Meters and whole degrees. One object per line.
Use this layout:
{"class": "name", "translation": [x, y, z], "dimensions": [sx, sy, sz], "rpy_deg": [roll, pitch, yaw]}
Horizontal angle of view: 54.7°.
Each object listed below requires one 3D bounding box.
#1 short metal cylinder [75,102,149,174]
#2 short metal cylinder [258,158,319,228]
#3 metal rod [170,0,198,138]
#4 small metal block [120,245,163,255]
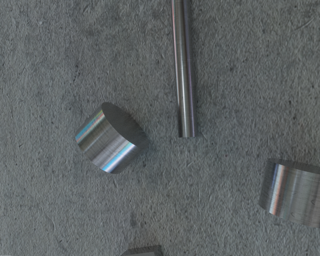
{"class": "short metal cylinder", "translation": [-0.061, 0.013, 0.400], "dimensions": [0.050, 0.080, 0.080], "rpy_deg": [-44, 77, 14]}
{"class": "short metal cylinder", "translation": [0.150, 0.066, 0.327], "dimensions": [0.080, 0.080, 0.050], "rpy_deg": [12, 94, 19]}
{"class": "metal rod", "translation": [0.027, -0.137, 0.398], "dimensions": [0.025, 0.025, 0.298], "rpy_deg": [-4, 89, 19]}
{"class": "small metal block", "translation": [-0.021, 0.189, 0.415], "dimensions": [0.050, 0.025, 0.050], "rpy_deg": [-15, 85, 19]}
